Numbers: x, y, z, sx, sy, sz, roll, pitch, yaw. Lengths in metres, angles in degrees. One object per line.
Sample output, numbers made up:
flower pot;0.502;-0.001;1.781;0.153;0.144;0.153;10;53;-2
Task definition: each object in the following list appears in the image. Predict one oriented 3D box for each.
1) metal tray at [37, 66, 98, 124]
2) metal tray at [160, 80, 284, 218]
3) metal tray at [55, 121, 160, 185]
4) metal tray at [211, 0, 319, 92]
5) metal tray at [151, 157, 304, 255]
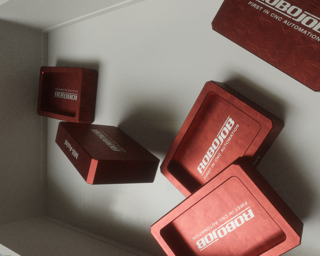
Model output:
metal tray;-0.164;-0.060;0.539;0.130;0.030;0.089;11;97;39
metal tray;0.063;0.024;0.351;0.090;0.030;0.129;41;115;32
metal tray;-0.072;0.029;0.405;0.130;0.091;0.030;32;111;50
metal tray;0.124;-0.104;0.292;0.130;0.030;0.089;41;115;25
metal tray;0.062;0.102;0.316;0.129;0.030;0.090;-44;77;26
